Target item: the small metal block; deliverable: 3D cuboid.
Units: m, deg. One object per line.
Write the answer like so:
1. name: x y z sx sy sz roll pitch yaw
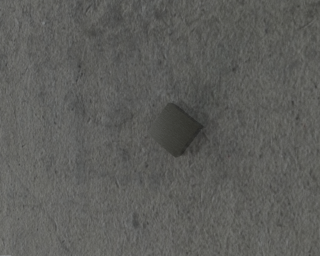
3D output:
1. small metal block: 0.019 0.002 0.402 0.050 0.025 0.050 39 102 15
